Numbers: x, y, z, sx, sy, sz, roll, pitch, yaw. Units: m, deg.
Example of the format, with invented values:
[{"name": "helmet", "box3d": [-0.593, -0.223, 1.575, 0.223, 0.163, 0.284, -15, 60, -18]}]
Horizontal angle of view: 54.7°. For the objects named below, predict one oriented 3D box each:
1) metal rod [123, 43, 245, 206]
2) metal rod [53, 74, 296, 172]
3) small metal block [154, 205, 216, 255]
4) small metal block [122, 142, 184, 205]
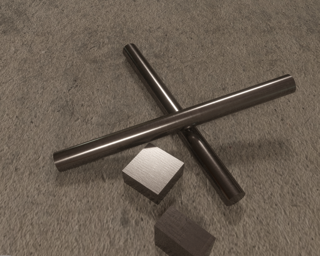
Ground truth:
[{"name": "metal rod", "box3d": [0.016, -0.025, 0.424, 0.025, 0.025, 0.300, -21, 53, -17]}, {"name": "metal rod", "box3d": [0.021, -0.007, 0.378, 0.302, 0.025, 0.025, -19, 52, -4]}, {"name": "small metal block", "box3d": [0.022, 0.109, 0.296, 0.050, 0.050, 0.025, 32, 57, 23]}, {"name": "small metal block", "box3d": [-0.007, 0.052, 0.360, 0.050, 0.025, 0.050, 30, 56, 22]}]
